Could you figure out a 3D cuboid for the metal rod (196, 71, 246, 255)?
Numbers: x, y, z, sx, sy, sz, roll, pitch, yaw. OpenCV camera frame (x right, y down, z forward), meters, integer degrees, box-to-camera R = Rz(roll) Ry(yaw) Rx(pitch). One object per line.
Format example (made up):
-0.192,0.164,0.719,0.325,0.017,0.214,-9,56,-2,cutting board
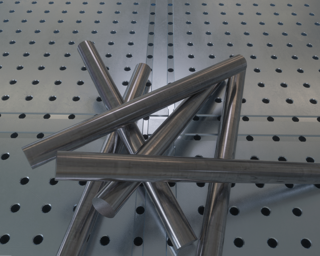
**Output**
0.084,0.019,0.391,0.025,0.025,0.300,11,51,9,metal rod

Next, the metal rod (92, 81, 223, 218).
0.023,-0.009,0.380,0.025,0.025,0.301,24,43,18,metal rod

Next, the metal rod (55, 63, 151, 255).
-0.058,0.020,0.390,0.025,0.025,0.300,10,51,8,metal rod

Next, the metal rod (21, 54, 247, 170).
-0.010,-0.030,0.372,0.302,0.025,0.025,-26,55,-25,metal rod

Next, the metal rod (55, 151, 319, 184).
0.054,0.043,0.312,0.302,0.025,0.025,5,48,-21,metal rod

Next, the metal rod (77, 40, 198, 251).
-0.040,0.001,0.377,0.025,0.025,0.299,-21,62,-17,metal rod
